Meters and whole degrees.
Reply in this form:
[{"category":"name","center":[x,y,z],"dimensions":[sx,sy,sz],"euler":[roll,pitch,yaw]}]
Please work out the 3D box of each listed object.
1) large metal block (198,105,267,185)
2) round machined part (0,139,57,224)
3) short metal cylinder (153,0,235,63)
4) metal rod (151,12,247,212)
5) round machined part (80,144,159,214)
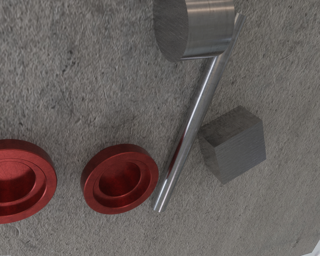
[{"category":"large metal block","center":[0.108,0.025,0.466],"dimensions":[0.080,0.050,0.080],"euler":[-29,128,-10]},{"category":"round machined part","center":[-0.167,0.053,0.338],"dimensions":[0.099,0.042,0.097],"euler":[-14,124,-21]},{"category":"short metal cylinder","center":[0.032,-0.111,0.320],"dimensions":[0.050,0.080,0.079],"euler":[-13,124,-21]},{"category":"metal rod","center":[0.045,-0.008,0.426],"dimensions":[0.025,0.025,0.298],"euler":[6,115,-31]},{"category":"round machined part","center":[-0.055,0.061,0.404],"dimensions":[0.099,0.042,0.097],"euler":[-14,124,-21]}]
